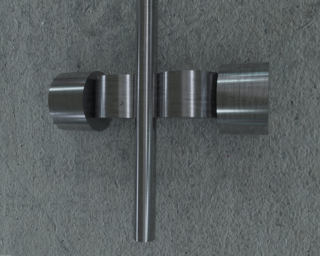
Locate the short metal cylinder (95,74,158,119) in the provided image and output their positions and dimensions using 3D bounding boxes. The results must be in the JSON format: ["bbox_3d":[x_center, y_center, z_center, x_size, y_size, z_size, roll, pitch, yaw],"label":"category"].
[{"bbox_3d":[-0.042,-0.037,0.396,0.080,0.080,0.050,1,91,20],"label":"short metal cylinder"}]

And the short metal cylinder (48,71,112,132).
[{"bbox_3d":[-0.103,-0.036,0.417,0.050,0.080,0.080,1,90,20],"label":"short metal cylinder"}]

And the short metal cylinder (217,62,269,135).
[{"bbox_3d":[0.096,-0.032,0.347,0.050,0.080,0.080,1,90,20],"label":"short metal cylinder"}]

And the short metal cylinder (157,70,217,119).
[{"bbox_3d":[0.033,-0.037,0.369,0.080,0.080,0.050,1,91,20],"label":"short metal cylinder"}]

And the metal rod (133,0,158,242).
[{"bbox_3d":[-0.016,-0.024,0.350,0.025,0.025,0.298,1,90,20],"label":"metal rod"}]
